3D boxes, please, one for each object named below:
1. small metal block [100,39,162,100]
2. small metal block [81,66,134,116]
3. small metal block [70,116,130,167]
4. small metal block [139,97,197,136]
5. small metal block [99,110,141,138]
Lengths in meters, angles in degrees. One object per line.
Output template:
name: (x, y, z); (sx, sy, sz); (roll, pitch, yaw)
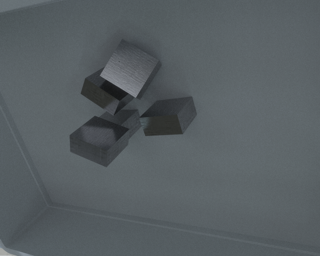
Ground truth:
small metal block: (-0.034, -0.069, 0.367); (0.050, 0.025, 0.050); (32, 93, 7)
small metal block: (-0.063, -0.049, 0.393); (0.050, 0.050, 0.025); (34, 129, 5)
small metal block: (-0.072, 0.015, 0.373); (0.050, 0.050, 0.025); (20, 126, 16)
small metal block: (0.011, -0.014, 0.377); (0.050, 0.050, 0.025); (-4, 117, 29)
small metal block: (-0.060, -0.003, 0.421); (0.050, 0.050, 0.025); (1, 119, 27)
